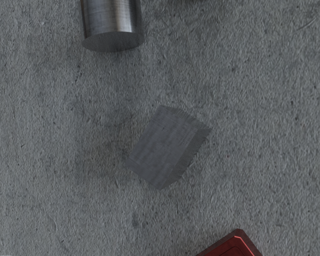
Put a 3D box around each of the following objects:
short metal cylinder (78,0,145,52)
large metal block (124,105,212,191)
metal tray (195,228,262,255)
[{"bbox_3d":[-0.063,-0.135,0.402,0.080,0.080,0.050,-7,88,20],"label":"short metal cylinder"},{"bbox_3d":[0.013,0.021,0.375,0.050,0.080,0.080,34,101,17],"label":"large metal block"},{"bbox_3d":[0.073,0.197,0.380,0.130,0.030,0.090,-40,78,15],"label":"metal tray"}]
